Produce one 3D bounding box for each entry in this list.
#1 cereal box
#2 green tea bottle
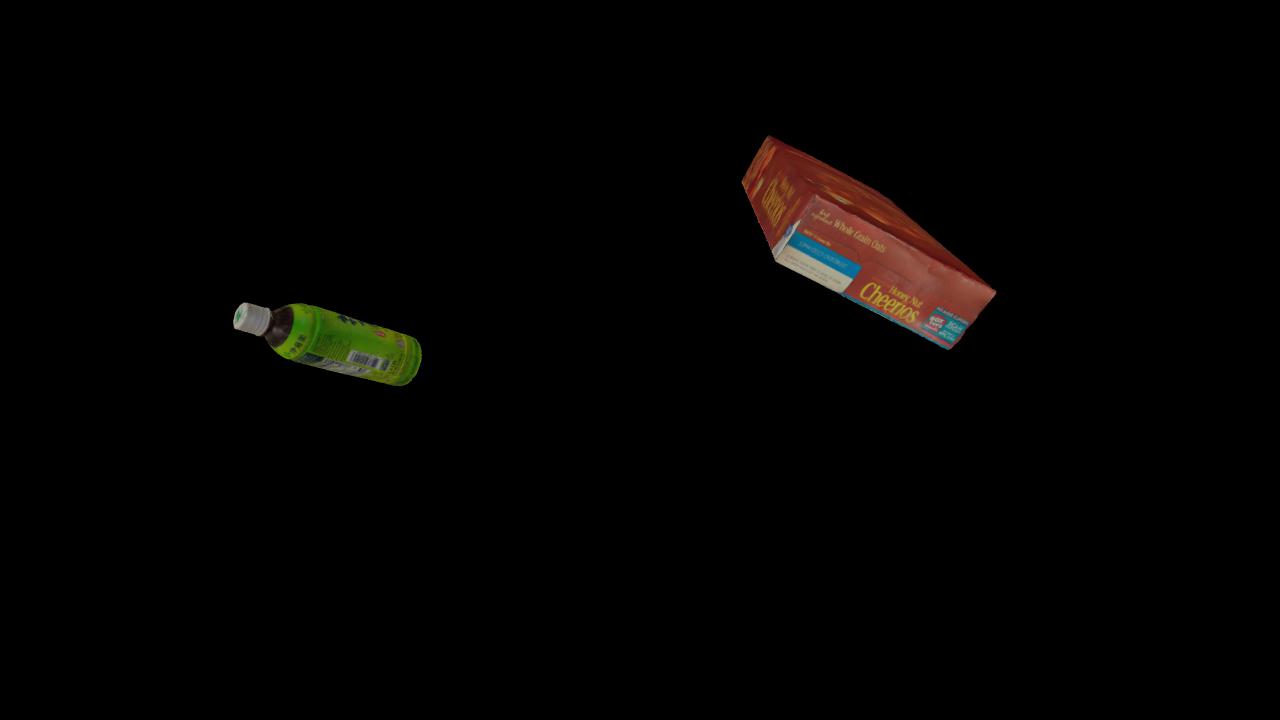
[{"bbox_3d":[0.230,-0.147,0.688,0.203,0.081,0.306,24,29,-11],"label":"cereal box"},{"bbox_3d":[-0.368,-0.022,0.740,0.073,0.073,0.212,0,-14,33],"label":"green tea bottle"}]
